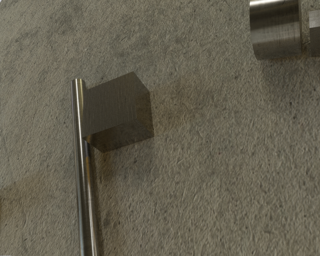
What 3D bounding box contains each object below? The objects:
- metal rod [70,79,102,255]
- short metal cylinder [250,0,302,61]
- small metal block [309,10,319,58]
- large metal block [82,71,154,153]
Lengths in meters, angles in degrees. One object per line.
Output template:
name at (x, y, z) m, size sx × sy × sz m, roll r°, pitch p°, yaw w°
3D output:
metal rod at (-0.106, 0.044, 0.430) m, size 0.025 × 0.025 × 0.299 m, roll -24°, pitch 53°, yaw 13°
short metal cylinder at (0.141, -0.124, 0.370) m, size 0.050 × 0.080 × 0.080 m, roll -2°, pitch 61°, yaw 27°
small metal block at (0.198, -0.109, 0.351) m, size 0.050 × 0.050 × 0.025 m, roll -2°, pitch 61°, yaw 27°
large metal block at (-0.058, -0.021, 0.430) m, size 0.080 × 0.050 × 0.080 m, roll -19°, pitch 55°, yaw 17°
